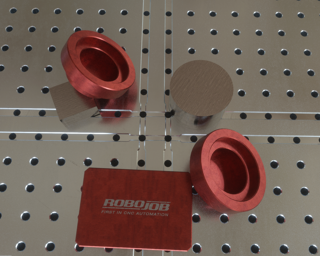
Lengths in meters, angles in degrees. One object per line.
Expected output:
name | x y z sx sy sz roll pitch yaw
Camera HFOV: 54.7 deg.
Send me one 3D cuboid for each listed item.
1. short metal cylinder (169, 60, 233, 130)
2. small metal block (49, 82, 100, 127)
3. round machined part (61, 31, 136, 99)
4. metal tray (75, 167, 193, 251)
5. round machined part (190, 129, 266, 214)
short metal cylinder | 0.053 -0.043 0.415 0.081 0.050 0.080 0 70 0
small metal block | -0.117 -0.037 0.424 0.050 0.025 0.050 -22 72 -8
round machined part | -0.085 -0.078 0.413 0.099 0.042 0.098 25 45 -28
metal tray | -0.028 0.097 0.373 0.131 0.030 0.090 3 70 0
round machined part | 0.075 0.053 0.370 0.099 0.042 0.098 14 61 -27
